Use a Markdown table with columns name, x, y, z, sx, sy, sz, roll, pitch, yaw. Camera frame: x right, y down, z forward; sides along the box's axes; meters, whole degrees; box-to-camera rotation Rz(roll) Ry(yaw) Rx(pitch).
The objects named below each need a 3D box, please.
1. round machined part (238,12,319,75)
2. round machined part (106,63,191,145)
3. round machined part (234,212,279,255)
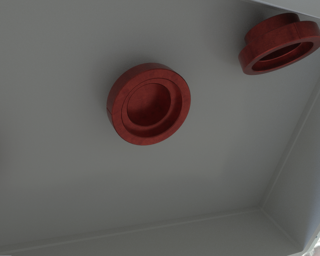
| name | x | y | z | sx | sy | sz | roll | pitch | yaw |
| --- | --- | --- | --- | --- | --- | --- | --- | --- | --- |
| round machined part | 0.146 | -0.107 | 0.389 | 0.099 | 0.042 | 0.098 | -15 | 169 | -3 |
| round machined part | -0.016 | -0.031 | 0.369 | 0.099 | 0.042 | 0.097 | -14 | 124 | -21 |
| round machined part | 0.211 | 0.230 | 0.657 | 0.099 | 0.042 | 0.097 | -14 | 124 | -21 |
